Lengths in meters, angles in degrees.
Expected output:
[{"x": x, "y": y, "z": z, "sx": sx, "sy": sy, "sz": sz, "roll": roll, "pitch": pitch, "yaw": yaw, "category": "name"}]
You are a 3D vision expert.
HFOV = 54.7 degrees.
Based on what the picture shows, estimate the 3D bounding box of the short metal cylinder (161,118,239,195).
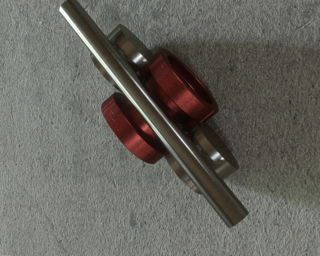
[{"x": 0.047, "y": 0.030, "z": 0.364, "sx": 0.050, "sy": 0.080, "sz": 0.080, "roll": -41, "pitch": 78, "yaw": 15, "category": "short metal cylinder"}]

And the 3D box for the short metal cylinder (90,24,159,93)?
[{"x": -0.041, "y": -0.084, "z": 0.394, "sx": 0.050, "sy": 0.080, "sz": 0.080, "roll": -41, "pitch": 78, "yaw": 15, "category": "short metal cylinder"}]

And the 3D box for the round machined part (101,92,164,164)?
[{"x": -0.021, "y": -0.007, "z": 0.377, "sx": 0.042, "sy": 0.098, "sz": 0.098, "roll": -40, "pitch": 78, "yaw": 11, "category": "round machined part"}]

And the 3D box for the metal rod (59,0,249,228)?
[{"x": -0.015, "y": -0.026, "z": 0.330, "sx": 0.025, "sy": 0.025, "sz": 0.300, "roll": -42, "pitch": 77, "yaw": 15, "category": "metal rod"}]

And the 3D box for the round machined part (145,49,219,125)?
[{"x": 0.021, "y": -0.043, "z": 0.364, "sx": 0.042, "sy": 0.098, "sz": 0.098, "roll": -42, "pitch": 77, "yaw": 20, "category": "round machined part"}]
